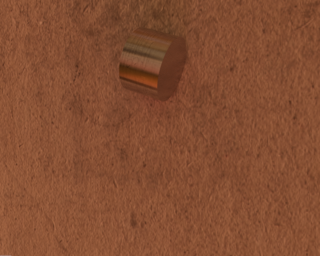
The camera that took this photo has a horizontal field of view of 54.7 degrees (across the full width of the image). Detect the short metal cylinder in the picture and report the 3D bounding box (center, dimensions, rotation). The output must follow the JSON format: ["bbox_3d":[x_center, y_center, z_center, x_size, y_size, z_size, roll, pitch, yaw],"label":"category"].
[{"bbox_3d":[-0.007,-0.078,0.381,0.050,0.080,0.080,20,97,18],"label":"short metal cylinder"}]
